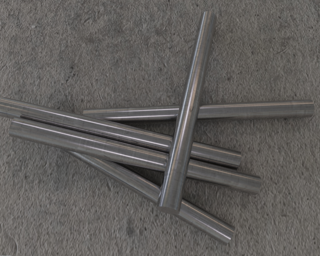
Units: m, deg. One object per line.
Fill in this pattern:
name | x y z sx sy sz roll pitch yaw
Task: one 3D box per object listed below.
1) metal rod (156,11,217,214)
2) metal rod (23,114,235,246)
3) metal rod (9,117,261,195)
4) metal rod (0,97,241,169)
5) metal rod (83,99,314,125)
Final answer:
metal rod | 0.041 -0.040 0.397 0.025 0.025 0.300 12 61 4
metal rod | -0.049 0.056 0.387 0.301 0.025 0.025 28 73 10
metal rod | -0.027 0.035 0.375 0.302 0.025 0.025 14 71 -3
metal rod | -0.048 0.008 0.389 0.302 0.025 0.025 13 71 -2
metal rod | 0.051 -0.020 0.415 0.302 0.025 0.025 -3 70 -1
